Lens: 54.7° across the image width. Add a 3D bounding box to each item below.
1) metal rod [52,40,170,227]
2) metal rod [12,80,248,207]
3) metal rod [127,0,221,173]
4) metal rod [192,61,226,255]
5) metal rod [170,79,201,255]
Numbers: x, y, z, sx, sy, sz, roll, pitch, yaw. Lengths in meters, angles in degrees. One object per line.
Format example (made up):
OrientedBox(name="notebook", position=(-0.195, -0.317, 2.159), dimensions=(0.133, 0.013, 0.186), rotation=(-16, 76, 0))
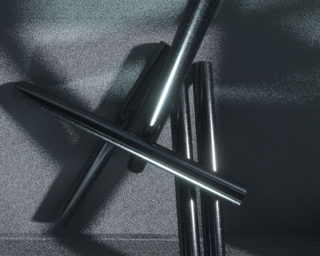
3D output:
OrientedBox(name="metal rod", position=(-0.068, 0.019, 0.417), dimensions=(0.025, 0.025, 0.299), rotation=(31, 107, -11))
OrientedBox(name="metal rod", position=(-0.043, 0.013, 0.367), dimensions=(0.301, 0.025, 0.025), rotation=(25, 109, 10))
OrientedBox(name="metal rod", position=(0.009, -0.043, 0.327), dimensions=(0.025, 0.025, 0.298), rotation=(17, 136, -7))
OrientedBox(name="metal rod", position=(0.060, 0.069, 0.374), dimensions=(0.025, 0.025, 0.298), rotation=(-3, 86, 1))
OrientedBox(name="metal rod", position=(0.032, 0.088, 0.376), dimensions=(0.025, 0.025, 0.298), rotation=(-4, 84, 1))
